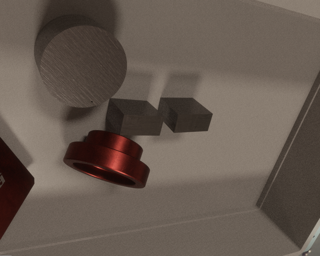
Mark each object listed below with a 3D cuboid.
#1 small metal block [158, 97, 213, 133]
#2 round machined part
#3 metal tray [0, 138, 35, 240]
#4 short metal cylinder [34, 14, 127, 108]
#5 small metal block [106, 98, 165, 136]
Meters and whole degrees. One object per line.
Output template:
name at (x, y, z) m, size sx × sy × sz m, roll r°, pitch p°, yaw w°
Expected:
small metal block at (0.031, -0.018, 0.400) m, size 0.050 × 0.050 × 0.025 m, roll -2°, pitch 120°, yaw -28°
round machined part at (-0.058, 0.035, 0.365) m, size 0.098 × 0.098 × 0.042 m, roll 34°, pitch 64°, yaw -39°
metal tray at (-0.182, 0.074, 0.291) m, size 0.030 × 0.130 × 0.090 m, roll -3°, pitch 132°, yaw 19°
short metal cylinder at (-0.080, -0.067, 0.308) m, size 0.081 × 0.050 × 0.079 m, roll -14°, pitch 125°, yaw -21°
small metal block at (-0.030, -0.013, 0.368) m, size 0.050 × 0.050 × 0.025 m, roll 2°, pitch 115°, yaw -30°
